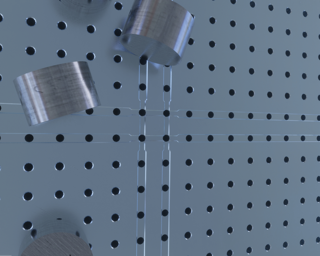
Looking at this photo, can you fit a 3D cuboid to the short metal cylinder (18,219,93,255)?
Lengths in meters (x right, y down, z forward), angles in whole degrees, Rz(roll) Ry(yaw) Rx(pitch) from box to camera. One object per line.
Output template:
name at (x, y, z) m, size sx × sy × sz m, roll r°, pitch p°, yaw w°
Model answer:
short metal cylinder at (-0.120, 0.152, 0.356) m, size 0.081 × 0.050 × 0.079 m, roll 0°, pitch 90°, yaw -20°

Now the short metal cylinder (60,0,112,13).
short metal cylinder at (-0.087, -0.185, 0.367) m, size 0.081 × 0.050 × 0.079 m, roll 0°, pitch 90°, yaw -21°

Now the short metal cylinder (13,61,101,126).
short metal cylinder at (-0.112, -0.037, 0.342) m, size 0.081 × 0.080 × 0.050 m, roll -19°, pitch 97°, yaw -19°

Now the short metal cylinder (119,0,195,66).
short metal cylinder at (-0.003, -0.118, 0.383) m, size 0.080 × 0.080 × 0.050 m, roll 22°, pitch 83°, yaw -19°
